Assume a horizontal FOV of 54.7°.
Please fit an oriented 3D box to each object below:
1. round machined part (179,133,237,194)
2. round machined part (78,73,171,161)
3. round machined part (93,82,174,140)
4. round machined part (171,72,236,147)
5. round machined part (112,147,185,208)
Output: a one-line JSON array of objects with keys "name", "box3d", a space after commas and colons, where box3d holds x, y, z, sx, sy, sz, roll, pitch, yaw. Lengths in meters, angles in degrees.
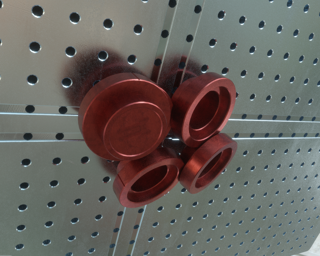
[{"name": "round machined part", "box3d": [0.063, 0.045, 0.449, 0.099, 0.042, 0.097, -35, 150, -24]}, {"name": "round machined part", "box3d": [-0.032, -0.005, 0.326, 0.099, 0.042, 0.097, -14, 125, -21]}, {"name": "round machined part", "box3d": [-0.036, -0.016, 0.371, 0.099, 0.042, 0.097, -14, 125, -21]}, {"name": "round machined part", "box3d": [0.050, -0.027, 0.401, 0.099, 0.042, 0.097, -28, 136, -30]}, {"name": "round machined part", "box3d": [-0.019, 0.060, 0.417, 0.099, 0.042, 0.097, -24, 144, -18]}]
